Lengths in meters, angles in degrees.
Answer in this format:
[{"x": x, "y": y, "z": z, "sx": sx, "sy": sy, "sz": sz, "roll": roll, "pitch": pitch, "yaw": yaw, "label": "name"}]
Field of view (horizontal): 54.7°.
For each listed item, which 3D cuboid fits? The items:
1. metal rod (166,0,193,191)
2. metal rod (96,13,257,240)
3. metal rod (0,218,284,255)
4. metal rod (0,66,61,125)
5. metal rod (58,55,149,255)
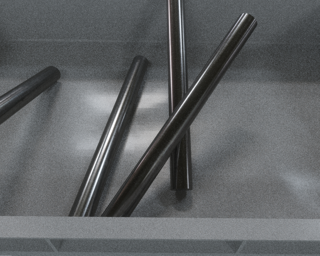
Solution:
[{"x": 0.023, "y": -0.072, "z": 0.395, "sx": 0.025, "sy": 0.025, "sz": 0.299, "roll": 0, "pitch": 72, "yaw": -1, "label": "metal rod"}, {"x": 0.025, "y": -0.011, "z": 0.348, "sx": 0.025, "sy": 0.025, "sz": 0.300, "roll": 29, "pitch": 76, "yaw": 22, "label": "metal rod"}, {"x": -0.032, "y": 0.104, "z": 0.293, "sx": 0.302, "sy": 0.025, "sz": 0.025, "roll": 5, "pitch": 50, "yaw": -6, "label": "metal rod"}, {"x": -0.180, "y": -0.017, "z": 0.341, "sx": 0.025, "sy": 0.025, "sz": 0.301, "roll": 5, "pitch": 27, "yaw": 4, "label": "metal rod"}, {"x": -0.060, "y": 0.007, "z": 0.398, "sx": 0.025, "sy": 0.025, "sz": 0.300, "roll": 9, "pitch": 50, "yaw": 7, "label": "metal rod"}]
